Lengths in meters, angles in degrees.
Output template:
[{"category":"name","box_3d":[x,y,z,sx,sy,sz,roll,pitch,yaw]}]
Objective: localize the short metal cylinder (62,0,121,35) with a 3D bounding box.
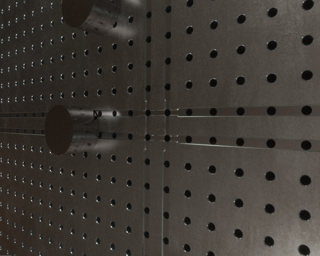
[{"category":"short metal cylinder","box_3d":[-0.107,-0.190,0.479,0.080,0.050,0.079,0,90,39]}]

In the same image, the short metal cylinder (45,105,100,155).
[{"category":"short metal cylinder","box_3d":[-0.145,0.003,0.510,0.080,0.050,0.079,0,90,39]}]
